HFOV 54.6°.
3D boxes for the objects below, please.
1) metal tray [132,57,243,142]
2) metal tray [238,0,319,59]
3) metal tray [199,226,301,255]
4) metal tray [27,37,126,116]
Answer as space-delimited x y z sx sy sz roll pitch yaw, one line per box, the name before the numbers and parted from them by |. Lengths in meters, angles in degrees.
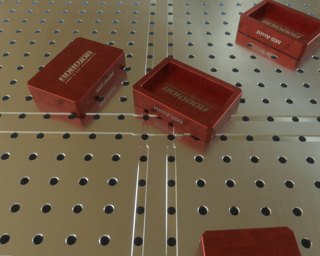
metal tray | 0.038 -0.045 0.442 0.130 0.030 0.090 29 56 22
metal tray | 0.220 -0.182 0.558 0.130 0.030 0.090 37 59 27
metal tray | 0.088 0.157 0.273 0.091 0.030 0.130 -2 50 -2
metal tray | -0.123 -0.083 0.474 0.090 0.030 0.130 20 53 16
